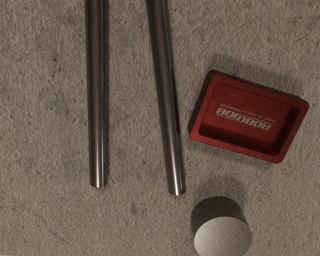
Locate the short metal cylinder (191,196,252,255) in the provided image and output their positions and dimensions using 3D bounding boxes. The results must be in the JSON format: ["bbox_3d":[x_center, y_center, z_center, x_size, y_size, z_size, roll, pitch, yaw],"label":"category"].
[{"bbox_3d":[0.087,0.148,0.452,0.081,0.050,0.079,0,110,-1],"label":"short metal cylinder"}]

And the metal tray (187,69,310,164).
[{"bbox_3d":[0.112,-0.013,0.403,0.131,0.030,0.089,16,109,-7],"label":"metal tray"}]

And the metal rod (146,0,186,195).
[{"bbox_3d":[0.008,-0.049,0.391,0.025,0.025,0.298,-6,110,2],"label":"metal rod"}]

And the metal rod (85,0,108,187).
[{"bbox_3d":[-0.078,-0.062,0.385,0.025,0.025,0.298,3,110,-2],"label":"metal rod"}]
